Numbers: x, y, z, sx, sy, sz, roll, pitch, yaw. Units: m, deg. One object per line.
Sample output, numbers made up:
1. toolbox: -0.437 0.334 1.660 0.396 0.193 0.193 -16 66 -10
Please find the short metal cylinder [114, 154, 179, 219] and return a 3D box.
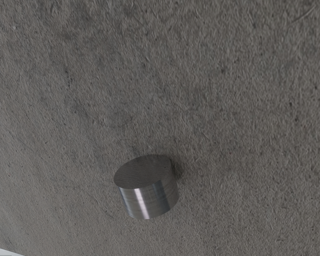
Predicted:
1. short metal cylinder: -0.018 0.079 0.430 0.080 0.080 0.050 -2 118 29
